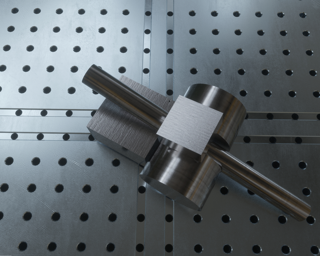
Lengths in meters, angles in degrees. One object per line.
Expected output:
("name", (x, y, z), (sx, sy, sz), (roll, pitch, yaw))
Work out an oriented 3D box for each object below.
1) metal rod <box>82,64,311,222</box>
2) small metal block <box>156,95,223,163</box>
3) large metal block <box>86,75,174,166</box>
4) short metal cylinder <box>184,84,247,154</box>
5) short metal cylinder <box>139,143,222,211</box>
("metal rod", (0.046, 0.020, 0.359), (0.301, 0.025, 0.025), (33, 73, -5))
("small metal block", (0.032, 0.000, 0.324), (0.050, 0.025, 0.050), (25, 72, 17))
("large metal block", (-0.032, -0.008, 0.395), (0.080, 0.050, 0.080), (28, 72, 9))
("short metal cylinder", (0.059, -0.010, 0.384), (0.080, 0.080, 0.050), (26, 72, 9))
("short metal cylinder", (0.024, 0.054, 0.359), (0.080, 0.080, 0.050), (28, 73, 10))
